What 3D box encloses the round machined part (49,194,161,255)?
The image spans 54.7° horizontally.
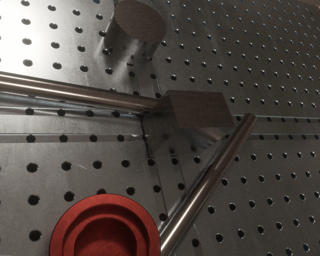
[{"bbox_3d":[-0.052,0.116,0.292,0.099,0.042,0.098,8,53,-11],"label":"round machined part"}]

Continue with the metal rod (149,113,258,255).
[{"bbox_3d":[0.063,0.070,0.400,0.025,0.025,0.302,43,51,1],"label":"metal rod"}]

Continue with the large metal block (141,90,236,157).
[{"bbox_3d":[0.033,-0.004,0.395,0.081,0.080,0.050,-1,63,-29],"label":"large metal block"}]

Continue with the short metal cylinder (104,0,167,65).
[{"bbox_3d":[-0.037,-0.141,0.460,0.081,0.050,0.080,14,56,-21],"label":"short metal cylinder"}]

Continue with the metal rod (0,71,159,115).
[{"bbox_3d":[-0.124,-0.044,0.368,0.302,0.025,0.025,8,59,-25],"label":"metal rod"}]
